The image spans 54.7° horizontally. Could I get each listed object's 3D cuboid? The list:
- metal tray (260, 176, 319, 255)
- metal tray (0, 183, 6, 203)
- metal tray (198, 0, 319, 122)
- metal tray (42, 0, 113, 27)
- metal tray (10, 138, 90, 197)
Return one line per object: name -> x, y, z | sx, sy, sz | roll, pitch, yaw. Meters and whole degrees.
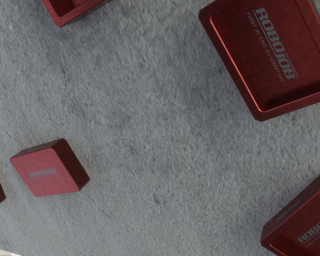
metal tray -> 0.197, 0.124, 0.376 | 0.090, 0.030, 0.129 | 32, 128, 7
metal tray -> -0.397, 0.106, 0.673 | 0.090, 0.030, 0.129 | 10, 123, 22
metal tray -> 0.108, -0.078, 0.297 | 0.090, 0.030, 0.130 | -23, 107, 36
metal tray -> -0.109, -0.191, 0.341 | 0.090, 0.030, 0.129 | -15, 111, 33
metal tray -> -0.198, 0.074, 0.551 | 0.130, 0.030, 0.090 | -15, 111, 33
